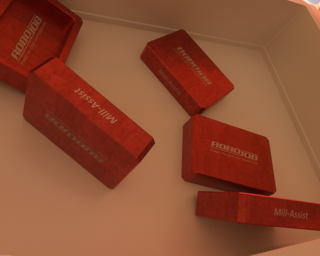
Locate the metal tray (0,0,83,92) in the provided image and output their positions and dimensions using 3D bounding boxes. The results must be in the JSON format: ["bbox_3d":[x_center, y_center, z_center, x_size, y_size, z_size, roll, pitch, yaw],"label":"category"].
[{"bbox_3d":[-0.154,-0.108,0.369,0.090,0.030,0.130,32,50,-30],"label":"metal tray"}]

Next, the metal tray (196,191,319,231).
[{"bbox_3d":[0.121,0.098,0.367,0.131,0.090,0.030,12,76,-22],"label":"metal tray"}]

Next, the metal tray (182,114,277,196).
[{"bbox_3d":[0.096,0.041,0.431,0.131,0.030,0.090,17,55,-19],"label":"metal tray"}]

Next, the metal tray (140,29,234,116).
[{"bbox_3d":[0.044,-0.087,0.481,0.091,0.030,0.130,-34,81,-38],"label":"metal tray"}]

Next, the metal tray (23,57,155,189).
[{"bbox_3d":[-0.078,0.000,0.322,0.130,0.090,0.030,40,52,-2],"label":"metal tray"}]
